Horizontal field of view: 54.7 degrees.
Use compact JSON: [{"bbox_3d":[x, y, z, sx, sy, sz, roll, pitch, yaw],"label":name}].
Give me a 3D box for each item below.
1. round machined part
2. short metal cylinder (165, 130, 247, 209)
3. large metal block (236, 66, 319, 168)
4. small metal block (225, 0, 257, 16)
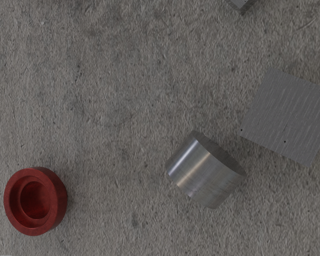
[{"bbox_3d":[-0.180,0.106,0.463,0.098,0.042,0.097,0,90,20],"label":"round machined part"},{"bbox_3d":[0.053,0.047,0.361,0.080,0.080,0.050,41,103,15],"label":"short metal cylinder"},{"bbox_3d":[0.143,-0.012,0.345,0.080,0.050,0.080,27,99,18],"label":"large metal block"},{"bbox_3d":[0.099,-0.175,0.374,0.050,0.025,0.050,-45,76,14],"label":"small metal block"}]
